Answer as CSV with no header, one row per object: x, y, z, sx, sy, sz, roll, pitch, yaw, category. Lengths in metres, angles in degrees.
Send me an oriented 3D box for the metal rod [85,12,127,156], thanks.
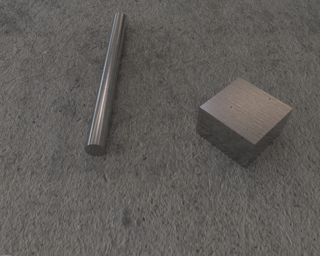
-0.076,-0.087,0.475,0.025,0.025,0.300,1,50,1,metal rod

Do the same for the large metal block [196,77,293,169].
0.105,-0.009,0.395,0.080,0.050,0.080,-36,59,-27,large metal block
